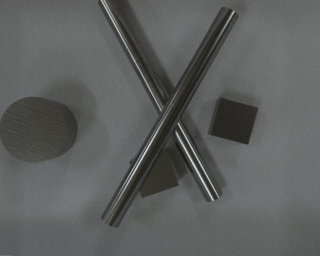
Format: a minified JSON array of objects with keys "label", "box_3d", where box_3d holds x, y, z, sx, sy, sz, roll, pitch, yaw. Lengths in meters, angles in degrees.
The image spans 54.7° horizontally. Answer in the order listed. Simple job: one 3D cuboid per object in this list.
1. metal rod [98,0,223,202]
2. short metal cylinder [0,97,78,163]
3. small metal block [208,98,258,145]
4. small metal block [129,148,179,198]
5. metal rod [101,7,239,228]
[{"label":"metal rod","box_3d":[0.001,-0.039,0.411,0.025,0.025,0.299,-29,90,0]},{"label":"short metal cylinder","box_3d":[-0.153,0.002,0.397,0.081,0.050,0.079,0,90,-1]},{"label":"small metal block","box_3d":[0.096,-0.009,0.413,0.050,0.025,0.050,15,90,-1]},{"label":"small metal block","box_3d":[-0.008,0.059,0.411,0.050,0.025,0.050,-19,90,-1]},{"label":"metal rod","box_3d":[0.012,-0.013,0.385,0.025,0.025,0.299,30,90,-1]}]
